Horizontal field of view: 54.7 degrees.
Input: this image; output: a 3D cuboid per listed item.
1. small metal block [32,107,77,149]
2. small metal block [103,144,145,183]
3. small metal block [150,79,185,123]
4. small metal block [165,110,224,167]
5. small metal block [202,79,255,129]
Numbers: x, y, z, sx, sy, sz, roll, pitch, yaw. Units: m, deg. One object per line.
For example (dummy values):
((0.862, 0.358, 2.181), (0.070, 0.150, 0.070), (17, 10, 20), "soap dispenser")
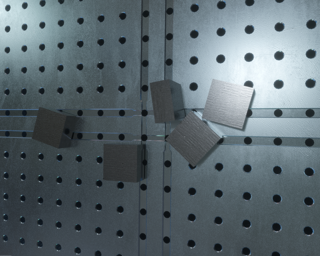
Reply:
((-0.159, -0.001, 0.467), (0.050, 0.025, 0.050), (17, 96, 18), "small metal block")
((-0.050, 0.047, 0.429), (0.050, 0.025, 0.050), (1, 90, 19), "small metal block")
((0.011, -0.032, 0.395), (0.025, 0.050, 0.050), (-9, 87, 19), "small metal block")
((0.044, 0.013, 0.396), (0.050, 0.025, 0.050), (44, 103, 14), "small metal block")
((0.085, -0.029, 0.382), (0.050, 0.025, 0.050), (17, 96, 18), "small metal block")
